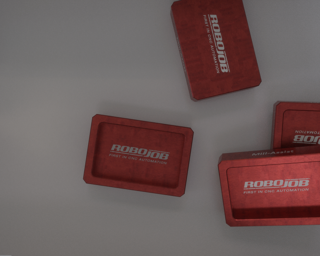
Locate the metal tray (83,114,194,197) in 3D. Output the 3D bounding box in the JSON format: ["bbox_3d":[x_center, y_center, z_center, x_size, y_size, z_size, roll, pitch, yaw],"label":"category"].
[{"bbox_3d":[-0.027,0.035,0.408,0.131,0.030,0.089,8,90,0],"label":"metal tray"}]

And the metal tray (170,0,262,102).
[{"bbox_3d":[0.072,-0.108,0.409,0.091,0.030,0.129,-13,90,0],"label":"metal tray"}]

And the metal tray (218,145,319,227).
[{"bbox_3d":[0.143,0.073,0.383,0.130,0.030,0.089,-7,102,16],"label":"metal tray"}]

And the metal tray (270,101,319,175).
[{"bbox_3d":[0.210,0.013,0.389,0.131,0.030,0.089,3,98,13],"label":"metal tray"}]
